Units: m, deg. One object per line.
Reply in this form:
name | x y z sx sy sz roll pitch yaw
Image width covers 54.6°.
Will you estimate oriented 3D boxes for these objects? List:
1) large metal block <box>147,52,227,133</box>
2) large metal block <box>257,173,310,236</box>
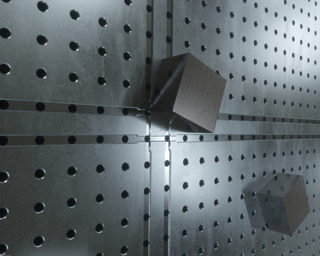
large metal block | 0.039 -0.044 0.424 0.080 0.050 0.080 26 74 -37
large metal block | 0.237 0.142 0.590 0.081 0.050 0.080 -28 108 -36
